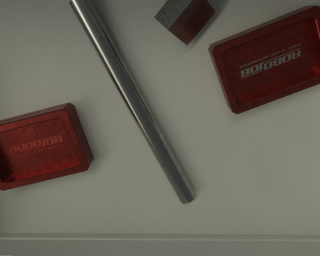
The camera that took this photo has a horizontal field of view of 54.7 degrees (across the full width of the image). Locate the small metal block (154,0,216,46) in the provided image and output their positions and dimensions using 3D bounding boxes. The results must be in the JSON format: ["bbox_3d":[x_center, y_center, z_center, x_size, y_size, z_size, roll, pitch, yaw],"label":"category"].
[{"bbox_3d":[0.029,-0.128,0.349,0.050,0.050,0.025,-48,64,15],"label":"small metal block"}]

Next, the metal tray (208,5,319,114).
[{"bbox_3d":[0.136,-0.082,0.380,0.130,0.030,0.090,-21,109,7],"label":"metal tray"}]

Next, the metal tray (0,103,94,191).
[{"bbox_3d":[-0.167,0.026,0.415,0.131,0.030,0.089,-14,110,4],"label":"metal tray"}]

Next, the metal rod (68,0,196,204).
[{"bbox_3d":[-0.026,-0.024,0.402,0.025,0.025,0.299,-26,109,9],"label":"metal rod"}]
